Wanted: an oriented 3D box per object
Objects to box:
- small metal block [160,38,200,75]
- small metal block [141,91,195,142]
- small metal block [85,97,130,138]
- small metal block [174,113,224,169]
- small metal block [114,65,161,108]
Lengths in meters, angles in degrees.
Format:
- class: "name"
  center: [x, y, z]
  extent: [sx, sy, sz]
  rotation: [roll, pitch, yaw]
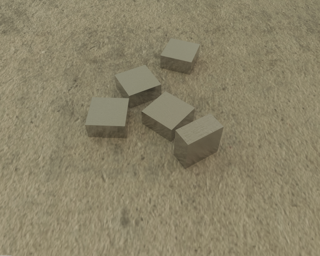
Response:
- class: "small metal block"
  center: [0.033, -0.117, 0.502]
  extent: [0.050, 0.025, 0.050]
  rotation: [16, 52, 12]
- class: "small metal block"
  center: [0.011, -0.016, 0.417]
  extent: [0.050, 0.025, 0.050]
  rotation: [32, 57, 24]
- class: "small metal block"
  center: [-0.068, -0.014, 0.414]
  extent: [0.050, 0.025, 0.050]
  rotation: [2, 50, 1]
- class: "small metal block"
  center: [0.045, 0.016, 0.374]
  extent: [0.050, 0.050, 0.025]
  rotation: [-25, 55, -20]
- class: "small metal block"
  center: [-0.032, -0.062, 0.455]
  extent: [0.050, 0.025, 0.050]
  rotation: [-23, 54, -18]
